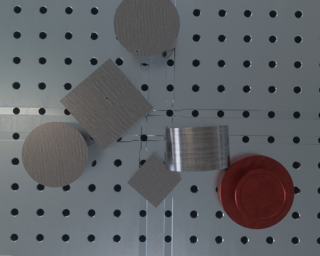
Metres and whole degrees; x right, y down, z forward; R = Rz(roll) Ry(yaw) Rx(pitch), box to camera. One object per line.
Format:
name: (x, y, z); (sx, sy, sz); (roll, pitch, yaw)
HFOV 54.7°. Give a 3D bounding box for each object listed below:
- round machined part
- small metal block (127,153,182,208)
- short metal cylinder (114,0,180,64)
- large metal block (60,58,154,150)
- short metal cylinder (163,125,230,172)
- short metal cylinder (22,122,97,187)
round machined part: (0.128, 0.085, 0.406); (0.099, 0.042, 0.097); (0, 90, 0)
small metal block: (-0.007, 0.068, 0.413); (0.050, 0.025, 0.050); (41, 90, 0)
short metal cylinder: (-0.016, -0.127, 0.400); (0.081, 0.050, 0.080); (0, 90, 0)
large metal block: (-0.065, -0.029, 0.400); (0.080, 0.050, 0.080); (-41, 90, 0)
short metal cylinder: (0.046, 0.023, 0.386); (0.080, 0.080, 0.050); (-3, 90, 0)
short metal cylinder: (-0.127, 0.032, 0.400); (0.081, 0.050, 0.080); (0, 90, 0)
